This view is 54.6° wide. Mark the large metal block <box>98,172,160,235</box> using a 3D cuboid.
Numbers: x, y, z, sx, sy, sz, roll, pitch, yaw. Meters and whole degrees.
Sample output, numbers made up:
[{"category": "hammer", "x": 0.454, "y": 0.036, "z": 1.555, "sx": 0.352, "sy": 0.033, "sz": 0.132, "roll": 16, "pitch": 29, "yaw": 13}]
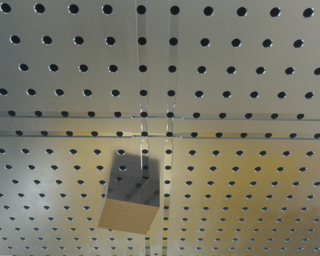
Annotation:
[{"category": "large metal block", "x": -0.050, "y": 0.123, "z": 0.499, "sx": 0.080, "sy": 0.050, "sz": 0.079, "roll": 13, "pitch": 129, "yaw": -11}]
